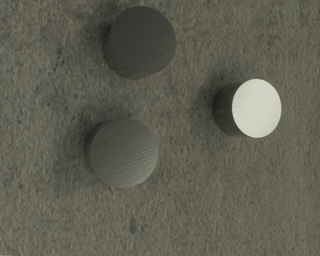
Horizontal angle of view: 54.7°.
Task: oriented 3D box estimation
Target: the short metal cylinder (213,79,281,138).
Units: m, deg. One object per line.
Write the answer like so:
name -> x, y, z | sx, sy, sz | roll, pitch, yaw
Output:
short metal cylinder -> 0.124, -0.027, 0.443 | 0.081, 0.050, 0.079 | 0, 90, -21

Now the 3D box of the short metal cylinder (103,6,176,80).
short metal cylinder -> -0.027, -0.103, 0.387 | 0.081, 0.050, 0.079 | 0, 90, -21

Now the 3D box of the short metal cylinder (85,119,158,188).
short metal cylinder -> -0.048, 0.029, 0.379 | 0.081, 0.050, 0.079 | 0, 90, -21
